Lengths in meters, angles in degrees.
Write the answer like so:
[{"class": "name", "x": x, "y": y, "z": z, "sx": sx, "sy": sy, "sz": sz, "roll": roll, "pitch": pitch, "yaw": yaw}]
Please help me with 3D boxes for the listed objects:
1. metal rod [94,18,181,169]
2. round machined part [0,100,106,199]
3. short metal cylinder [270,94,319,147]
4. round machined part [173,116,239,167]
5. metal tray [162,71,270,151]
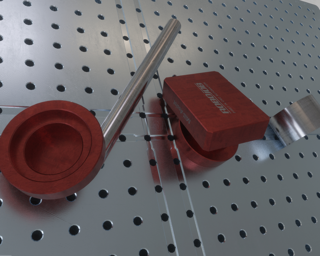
[{"class": "metal rod", "x": -0.026, "y": -0.068, "z": 0.435, "sx": 0.025, "sy": 0.025, "sz": 0.301, "roll": 32, "pitch": 52, "yaw": -8}, {"class": "round machined part", "x": -0.104, "y": 0.024, "z": 0.312, "sx": 0.099, "sy": 0.042, "sz": 0.098, "roll": 1, "pitch": 63, "yaw": -2}, {"class": "short metal cylinder", "x": 0.223, "y": -0.011, "z": 0.500, "sx": 0.081, "sy": 0.080, "sz": 0.050, "roll": -19, "pitch": 72, "yaw": -35}, {"class": "round machined part", "x": 0.071, "y": 0.001, "z": 0.435, "sx": 0.099, "sy": 0.042, "sz": 0.098, "roll": 14, "pitch": 56, "yaw": -21}, {"class": "metal tray", "x": 0.069, "y": -0.029, "z": 0.416, "sx": 0.091, "sy": 0.030, "sz": 0.130, "roll": -11, "pitch": 41, "yaw": -21}]
